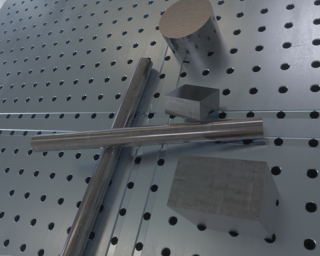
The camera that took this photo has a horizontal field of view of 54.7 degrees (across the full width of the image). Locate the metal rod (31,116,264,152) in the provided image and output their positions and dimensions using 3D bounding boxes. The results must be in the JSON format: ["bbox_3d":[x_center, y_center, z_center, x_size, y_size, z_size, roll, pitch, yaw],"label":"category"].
[{"bbox_3d":[-0.028,0.011,0.391,0.301,0.025,0.025,-4,59,16],"label":"metal rod"}]

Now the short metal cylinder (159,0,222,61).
[{"bbox_3d":[0.045,-0.146,0.458,0.080,0.050,0.080,-13,56,21],"label":"short metal cylinder"}]

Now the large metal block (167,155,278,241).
[{"bbox_3d":[0.064,0.067,0.298,0.080,0.080,0.050,2,63,29],"label":"large metal block"}]

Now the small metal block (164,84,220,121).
[{"bbox_3d":[0.041,-0.033,0.391,0.050,0.025,0.050,14,30,34],"label":"small metal block"}]

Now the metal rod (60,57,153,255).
[{"bbox_3d":[-0.066,0.029,0.424,0.025,0.025,0.300,4,63,30],"label":"metal rod"}]
